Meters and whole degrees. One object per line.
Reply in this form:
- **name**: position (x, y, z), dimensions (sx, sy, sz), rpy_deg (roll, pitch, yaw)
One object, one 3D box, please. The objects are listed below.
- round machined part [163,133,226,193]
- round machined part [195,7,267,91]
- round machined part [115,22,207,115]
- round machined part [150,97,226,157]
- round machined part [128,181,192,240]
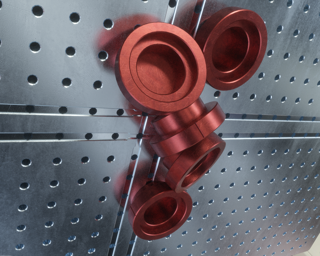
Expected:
- **round machined part**: position (0.043, 0.042, 0.435), dimensions (0.098, 0.042, 0.098), rpy_deg (-37, 156, -20)
- **round machined part**: position (0.081, -0.099, 0.383), dimensions (0.099, 0.042, 0.097), rpy_deg (-16, 126, -24)
- **round machined part**: position (-0.002, -0.062, 0.343), dimensions (0.099, 0.042, 0.097), rpy_deg (3, 83, -20)
- **round machined part**: position (0.028, -0.008, 0.386), dimensions (0.098, 0.098, 0.042), rpy_deg (-33, 98, -7)
- **round machined part**: position (-0.003, 0.121, 0.475), dimensions (0.099, 0.042, 0.097), rpy_deg (-14, 125, -21)
